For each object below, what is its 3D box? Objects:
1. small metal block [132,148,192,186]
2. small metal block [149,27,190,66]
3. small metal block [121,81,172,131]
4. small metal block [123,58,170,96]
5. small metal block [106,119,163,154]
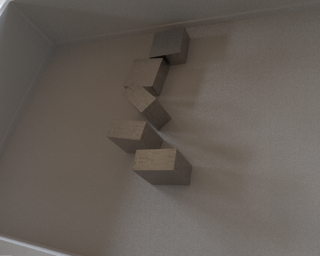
[{"bbox_3d":[0.004,0.046,0.358,0.050,0.050,0.025,-4,60,26],"label":"small metal block"},{"bbox_3d":[0.015,-0.122,0.471,0.050,0.025,0.050,-4,60,26],"label":"small metal block"},{"bbox_3d":[-0.018,-0.029,0.416,0.025,0.050,0.050,-45,51,-3],"label":"small metal block"},{"bbox_3d":[-0.020,-0.076,0.461,0.050,0.025,0.050,5,64,30],"label":"small metal block"},{"bbox_3d":[-0.031,0.013,0.397,0.050,0.050,0.025,5,64,30],"label":"small metal block"}]
